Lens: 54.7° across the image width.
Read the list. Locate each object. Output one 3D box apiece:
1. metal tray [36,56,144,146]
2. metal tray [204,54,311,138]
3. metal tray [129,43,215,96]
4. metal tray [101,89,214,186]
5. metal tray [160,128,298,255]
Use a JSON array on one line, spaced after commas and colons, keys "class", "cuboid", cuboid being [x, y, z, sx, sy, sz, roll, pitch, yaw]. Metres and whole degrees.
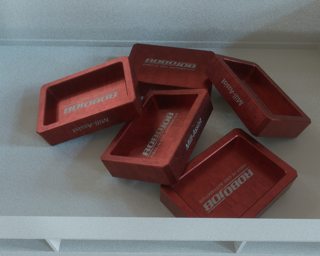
[{"class": "metal tray", "cuboid": [-0.093, -0.037, 0.407, 0.131, 0.030, 0.090, -18, 51, 6]}, {"class": "metal tray", "cuboid": [0.128, -0.044, 0.416, 0.091, 0.030, 0.130, 2, 44, -35]}, {"class": "metal tray", "cuboid": [0.015, -0.085, 0.474, 0.131, 0.030, 0.090, 8, 50, 6]}, {"class": "metal tray", "cuboid": [0.000, 0.004, 0.373, 0.090, 0.030, 0.130, 2, 44, 32]}, {"class": "metal tray", "cuboid": [0.076, 0.065, 0.348, 0.131, 0.030, 0.090, -33, 58, -25]}]
